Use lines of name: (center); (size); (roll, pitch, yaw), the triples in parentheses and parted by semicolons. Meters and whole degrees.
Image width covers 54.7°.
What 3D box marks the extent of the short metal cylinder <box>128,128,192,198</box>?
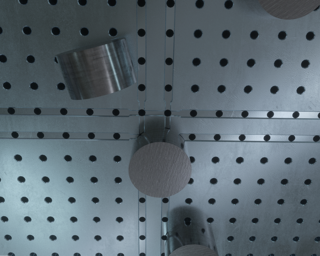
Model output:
short metal cylinder: (0.000, 0.046, 0.417); (0.081, 0.050, 0.079); (0, 110, -1)

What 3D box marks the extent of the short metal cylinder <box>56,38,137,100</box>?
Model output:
short metal cylinder: (-0.072, -0.070, 0.357); (0.080, 0.080, 0.050); (-13, 110, 4)

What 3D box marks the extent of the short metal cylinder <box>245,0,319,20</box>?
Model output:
short metal cylinder: (0.137, -0.162, 0.342); (0.081, 0.050, 0.079); (0, 110, -1)

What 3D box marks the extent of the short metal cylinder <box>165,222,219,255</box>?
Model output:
short metal cylinder: (0.047, 0.192, 0.472); (0.081, 0.050, 0.079); (0, 110, -1)
